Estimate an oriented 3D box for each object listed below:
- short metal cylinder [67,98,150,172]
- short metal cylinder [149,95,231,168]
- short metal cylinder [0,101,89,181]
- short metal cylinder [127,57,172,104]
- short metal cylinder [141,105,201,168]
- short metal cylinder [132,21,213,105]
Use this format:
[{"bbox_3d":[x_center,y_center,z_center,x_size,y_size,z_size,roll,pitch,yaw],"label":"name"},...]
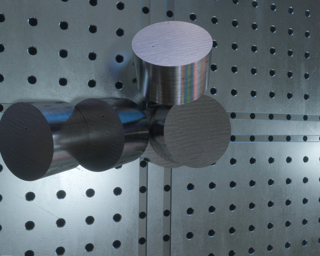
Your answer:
[{"bbox_3d":[-0.059,0.006,0.354,0.050,0.080,0.079,-11,95,-61],"label":"short metal cylinder"},{"bbox_3d":[0.033,0.003,0.356,0.081,0.050,0.079,0,90,-20],"label":"short metal cylinder"},{"bbox_3d":[-0.124,0.011,0.331,0.050,0.080,0.079,-12,96,-62],"label":"short metal cylinder"},{"bbox_3d":[0.002,-0.071,0.399,0.081,0.050,0.079,0,90,-20],"label":"short metal cylinder"},{"bbox_3d":[0.007,0.009,0.401,0.081,0.050,0.079,0,90,-20],"label":"short metal cylinder"},{"bbox_3d":[0.013,-0.070,0.327,0.081,0.080,0.050,-25,142,-18],"label":"short metal cylinder"}]
